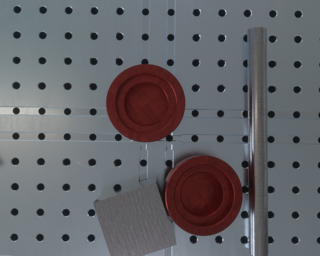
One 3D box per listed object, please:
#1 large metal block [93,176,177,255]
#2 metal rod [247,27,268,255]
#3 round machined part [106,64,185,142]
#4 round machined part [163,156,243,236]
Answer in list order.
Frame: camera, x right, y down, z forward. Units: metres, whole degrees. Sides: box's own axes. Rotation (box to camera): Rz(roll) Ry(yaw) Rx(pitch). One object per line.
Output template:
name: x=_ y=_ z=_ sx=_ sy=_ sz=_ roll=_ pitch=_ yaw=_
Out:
large metal block: x=-0.030 y=0.116 z=0.401 sx=0.080 sy=0.050 sz=0.080 roll=-18 pitch=90 yaw=0
metal rod: x=0.131 y=0.018 z=0.414 sx=0.025 sy=0.025 sz=0.298 roll=0 pitch=90 yaw=0
round machined part: x=-0.018 y=-0.031 z=0.405 sx=0.099 sy=0.042 sz=0.097 roll=0 pitch=90 yaw=0
round machined part: x=0.052 y=0.084 z=0.400 sx=0.099 sy=0.042 sz=0.097 roll=1 pitch=86 yaw=-9
